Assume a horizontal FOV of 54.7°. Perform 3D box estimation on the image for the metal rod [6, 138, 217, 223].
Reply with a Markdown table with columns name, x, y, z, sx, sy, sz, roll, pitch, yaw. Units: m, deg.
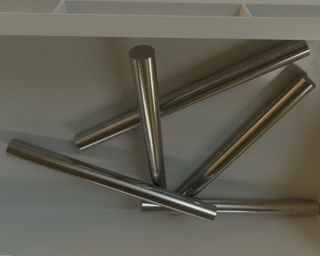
| name | x | y | z | sx | sy | sz | roll | pitch | yaw |
| --- | --- | --- | --- | --- | --- | --- | --- | --- | --- |
| metal rod | -0.064 | 0.076 | 0.440 | 0.302 | 0.025 | 0.025 | 19 | 128 | -4 |

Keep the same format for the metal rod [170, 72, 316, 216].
| name | x | y | z | sx | sy | sz | roll | pitch | yaw |
| --- | --- | --- | --- | --- | --- | --- | --- | --- | --- |
| metal rod | 0.096 | 0.041 | 0.445 | 0.025 | 0.025 | 0.298 | 25 | 126 | -20 |

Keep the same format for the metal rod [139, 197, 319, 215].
| name | x | y | z | sx | sy | sz | roll | pitch | yaw |
| --- | --- | --- | --- | --- | --- | --- | --- | --- | --- |
| metal rod | 0.118 | 0.125 | 0.494 | 0.302 | 0.025 | 0.025 | 5 | 130 | -14 |

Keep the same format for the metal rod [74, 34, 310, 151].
| name | x | y | z | sx | sy | sz | roll | pitch | yaw |
| --- | --- | --- | --- | --- | --- | --- | --- | --- | --- |
| metal rod | 0.024 | -0.035 | 0.379 | 0.300 | 0.025 | 0.025 | -22 | 127 | 17 |

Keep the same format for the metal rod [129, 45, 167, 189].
| name | x | y | z | sx | sy | sz | roll | pitch | yaw |
| --- | --- | --- | --- | --- | --- | --- | --- | --- | --- |
| metal rod | -0.008 | 0.027 | 0.405 | 0.025 | 0.025 | 0.298 | -3 | 138 | 2 |
